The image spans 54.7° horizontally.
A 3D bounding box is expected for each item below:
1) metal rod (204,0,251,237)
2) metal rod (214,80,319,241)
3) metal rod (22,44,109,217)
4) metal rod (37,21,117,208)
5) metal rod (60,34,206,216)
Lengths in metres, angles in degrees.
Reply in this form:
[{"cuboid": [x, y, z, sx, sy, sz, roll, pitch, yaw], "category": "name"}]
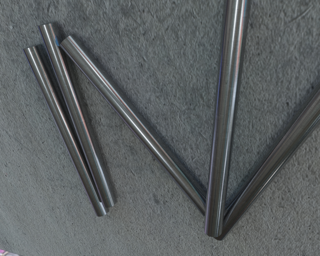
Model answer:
[{"cuboid": [0.073, 0.008, 0.358, 0.025, 0.025, 0.298, 12, 119, 21], "category": "metal rod"}, {"cuboid": [0.130, 0.045, 0.365, 0.025, 0.025, 0.298, 29, 128, 9], "category": "metal rod"}, {"cuboid": [-0.140, 0.018, 0.489, 0.025, 0.025, 0.298, -2, 118, 29], "category": "metal rod"}, {"cuboid": [-0.115, -0.003, 0.463, 0.025, 0.025, 0.298, 2, 119, 27], "category": "metal rod"}, {"cuboid": [-0.024, 0.002, 0.419, 0.025, 0.025, 0.300, -33, 101, 38], "category": "metal rod"}]
